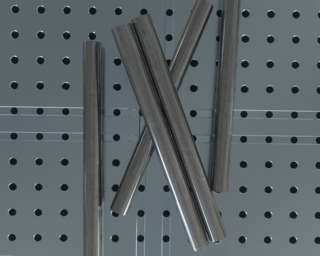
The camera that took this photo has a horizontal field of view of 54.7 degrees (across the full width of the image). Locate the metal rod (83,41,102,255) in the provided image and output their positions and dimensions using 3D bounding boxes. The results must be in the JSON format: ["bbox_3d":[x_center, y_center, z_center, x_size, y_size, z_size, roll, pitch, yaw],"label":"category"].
[{"bbox_3d":[-0.090,0.036,0.412,0.025,0.025,0.298,0,90,-1],"label":"metal rod"}]

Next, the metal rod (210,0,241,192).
[{"bbox_3d":[0.089,-0.065,0.414,0.025,0.025,0.298,4,90,-1],"label":"metal rod"}]

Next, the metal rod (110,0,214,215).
[{"bbox_3d":[0.002,-0.027,0.413,0.025,0.025,0.299,23,90,-1],"label":"metal rod"}]

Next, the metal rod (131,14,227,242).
[{"bbox_3d":[0.027,0.006,0.394,0.025,0.025,0.298,-20,98,0],"label":"metal rod"}]

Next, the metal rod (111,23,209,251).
[{"bbox_3d":[0.004,0.019,0.391,0.025,0.025,0.298,-20,99,0],"label":"metal rod"}]
